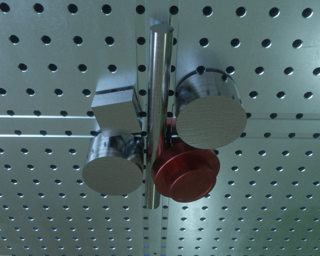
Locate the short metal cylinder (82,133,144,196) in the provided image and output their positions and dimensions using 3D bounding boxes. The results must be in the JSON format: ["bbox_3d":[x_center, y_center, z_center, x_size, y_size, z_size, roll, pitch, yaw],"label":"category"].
[{"bbox_3d":[-0.063,0.049,0.431,0.081,0.050,0.079,0,130,0],"label":"short metal cylinder"}]

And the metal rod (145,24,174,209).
[{"bbox_3d":[-0.005,0.011,0.415,0.025,0.025,0.298,2,130,-2],"label":"metal rod"}]

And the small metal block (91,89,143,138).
[{"bbox_3d":[-0.053,-0.018,0.391,0.050,0.025,0.050,-9,130,7],"label":"small metal block"}]

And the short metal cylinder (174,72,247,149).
[{"bbox_3d":[0.059,-0.020,0.373,0.081,0.050,0.079,0,130,0],"label":"short metal cylinder"}]

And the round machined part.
[{"bbox_3d":[0.040,0.068,0.438,0.099,0.042,0.097,-11,131,-12],"label":"round machined part"}]
